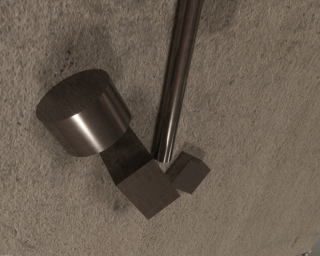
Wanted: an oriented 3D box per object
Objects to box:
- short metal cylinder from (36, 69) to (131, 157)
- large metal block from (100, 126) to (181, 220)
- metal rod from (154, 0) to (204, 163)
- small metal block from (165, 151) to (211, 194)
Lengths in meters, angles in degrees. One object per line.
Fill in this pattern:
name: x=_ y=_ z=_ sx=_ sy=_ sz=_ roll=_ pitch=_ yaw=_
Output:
short metal cylinder: x=-0.077 y=-0.017 z=0.320 sx=0.080 sy=0.080 sz=0.050 roll=-33 pitch=129 yaw=-7
large metal block: x=-0.028 y=0.055 z=0.391 sx=0.050 sy=0.080 sz=0.080 roll=-36 pitch=130 yaw=-5
metal rod: x=0.026 y=-0.089 z=0.367 sx=0.025 sy=0.025 sz=0.298 roll=-5 pitch=121 yaw=-26
small metal block: x=0.041 y=0.069 z=0.474 sx=0.050 sy=0.025 sz=0.050 roll=29 pitch=103 yaw=-38
